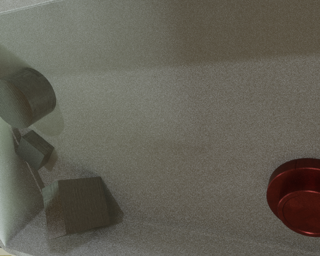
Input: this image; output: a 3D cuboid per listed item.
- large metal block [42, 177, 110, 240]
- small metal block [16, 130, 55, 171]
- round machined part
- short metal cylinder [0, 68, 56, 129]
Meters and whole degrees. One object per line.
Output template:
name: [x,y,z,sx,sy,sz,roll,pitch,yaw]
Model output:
large metal block: [-0.135,0.127,0.501,0.050,0.081,0.080,-28,69,37]
small metal block: [-0.221,0.040,0.547,0.050,0.025,0.050,39,129,1]
round machined part: [0.175,0.087,0.359,0.098,0.042,0.097,13,124,20]
short metal cylinder: [-0.208,-0.045,0.471,0.080,0.050,0.079,13,124,20]
